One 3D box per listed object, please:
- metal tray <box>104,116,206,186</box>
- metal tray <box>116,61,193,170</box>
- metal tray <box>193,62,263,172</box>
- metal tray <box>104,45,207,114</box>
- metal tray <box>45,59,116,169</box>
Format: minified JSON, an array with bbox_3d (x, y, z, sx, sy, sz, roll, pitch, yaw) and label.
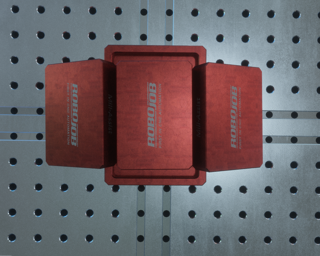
[{"bbox_3d":[-0.006,0.029,0.411,0.131,0.030,0.089,0,90,-1],"label":"metal tray"},{"bbox_3d":[-0.006,-0.015,0.380,0.091,0.030,0.129,0,90,-1],"label":"metal tray"},{"bbox_3d":[0.086,-0.013,0.393,0.091,0.030,0.129,-1,90,-28],"label":"metal tray"},{"bbox_3d":[-0.006,-0.061,0.410,0.131,0.030,0.089,0,90,-1],"label":"metal tray"},{"bbox_3d":[-0.101,-0.017,0.392,0.090,0.030,0.129,0,90,25],"label":"metal tray"}]
